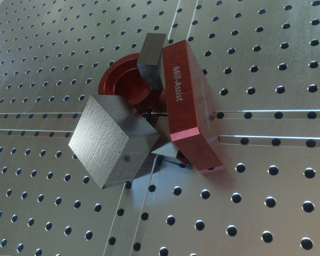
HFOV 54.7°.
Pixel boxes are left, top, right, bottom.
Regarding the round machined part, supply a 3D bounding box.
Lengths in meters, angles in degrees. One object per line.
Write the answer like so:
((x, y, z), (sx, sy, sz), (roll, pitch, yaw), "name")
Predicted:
((-0.037, -0.058, 0.450), (0.098, 0.042, 0.098), (-13, 56, 20), "round machined part")

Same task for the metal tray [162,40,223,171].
((0.038, -0.027, 0.362), (0.030, 0.090, 0.130), (-16, 55, 19), "metal tray")

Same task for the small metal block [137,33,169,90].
((-0.005, -0.083, 0.392), (0.025, 0.050, 0.050), (7, 63, 16), "small metal block")

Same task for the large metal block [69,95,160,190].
((-0.059, 0.015, 0.383), (0.080, 0.050, 0.079), (46, 120, 28), "large metal block")

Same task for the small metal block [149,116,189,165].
((0.016, 0.015, 0.383), (0.050, 0.025, 0.050), (8, 69, 43), "small metal block")
